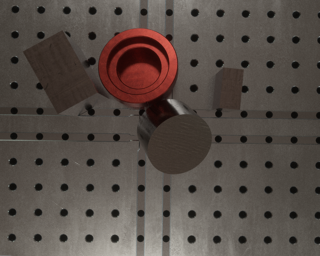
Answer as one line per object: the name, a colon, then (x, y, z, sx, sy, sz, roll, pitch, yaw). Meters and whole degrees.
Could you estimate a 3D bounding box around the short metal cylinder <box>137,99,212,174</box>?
short metal cylinder: (0.017, 0.010, 0.384, 0.081, 0.050, 0.079, -8, 117, -16)

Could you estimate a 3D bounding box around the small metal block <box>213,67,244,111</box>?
small metal block: (0.087, -0.048, 0.402, 0.025, 0.050, 0.050, 6, 90, 0)

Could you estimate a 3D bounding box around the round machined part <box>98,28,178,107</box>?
round machined part: (-0.026, -0.074, 0.399, 0.099, 0.042, 0.097, -1, 80, 4)

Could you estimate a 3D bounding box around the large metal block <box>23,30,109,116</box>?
large metal block: (-0.111, -0.062, 0.384, 0.050, 0.080, 0.080, -29, 90, 0)
